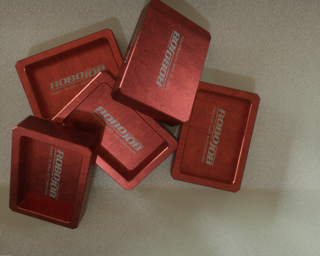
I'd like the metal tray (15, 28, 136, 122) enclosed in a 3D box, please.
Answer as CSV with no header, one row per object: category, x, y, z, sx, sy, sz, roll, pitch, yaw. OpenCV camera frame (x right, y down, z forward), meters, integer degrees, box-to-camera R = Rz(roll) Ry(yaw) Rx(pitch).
metal tray,-0.108,-0.064,0.406,0.131,0.030,0.090,-21,90,-1

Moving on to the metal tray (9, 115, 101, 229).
metal tray,-0.130,0.057,0.376,0.090,0.030,0.129,17,118,-1

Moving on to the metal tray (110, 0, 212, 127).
metal tray,0.005,-0.077,0.373,0.090,0.030,0.130,25,70,-23

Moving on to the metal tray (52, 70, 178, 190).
metal tray,-0.053,0.004,0.385,0.090,0.030,0.130,-43,105,6

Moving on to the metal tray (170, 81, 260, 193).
metal tray,0.071,0.011,0.408,0.091,0.030,0.129,13,90,-1
